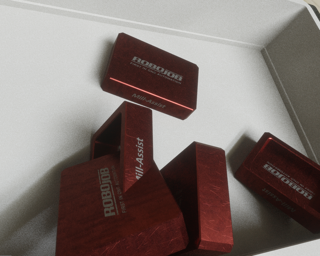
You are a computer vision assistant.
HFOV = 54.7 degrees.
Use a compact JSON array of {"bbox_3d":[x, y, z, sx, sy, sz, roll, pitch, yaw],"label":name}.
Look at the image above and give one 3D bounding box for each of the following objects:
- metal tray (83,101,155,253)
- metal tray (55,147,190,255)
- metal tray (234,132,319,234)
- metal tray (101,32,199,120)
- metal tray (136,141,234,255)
[{"bbox_3d":[-0.042,0.050,0.309,0.030,0.090,0.130,17,55,-28],"label":"metal tray"},{"bbox_3d":[-0.039,0.065,0.271,0.091,0.130,0.030,-18,114,-9],"label":"metal tray"},{"bbox_3d":[0.183,0.072,0.438,0.130,0.030,0.091,36,49,15],"label":"metal tray"},{"bbox_3d":[-0.010,-0.074,0.444,0.131,0.030,0.090,20,54,-17],"label":"metal tray"},{"bbox_3d":[0.016,0.081,0.299,0.030,0.129,0.090,15,56,-20],"label":"metal tray"}]
